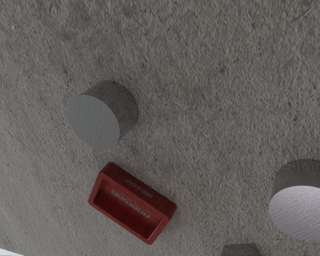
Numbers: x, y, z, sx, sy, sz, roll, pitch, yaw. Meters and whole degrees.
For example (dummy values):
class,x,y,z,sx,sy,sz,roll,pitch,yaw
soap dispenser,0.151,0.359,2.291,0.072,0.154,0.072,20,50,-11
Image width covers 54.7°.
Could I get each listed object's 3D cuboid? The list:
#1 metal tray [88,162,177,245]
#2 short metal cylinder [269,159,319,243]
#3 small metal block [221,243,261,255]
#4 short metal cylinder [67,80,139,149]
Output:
class,x,y,z,sx,sy,sz,roll,pitch,yaw
metal tray,-0.048,0.124,0.505,0.130,0.030,0.089,32,129,7
short metal cylinder,0.169,0.082,0.352,0.080,0.050,0.079,13,124,21
small metal block,0.127,0.203,0.466,0.050,0.025,0.050,-21,108,35
short metal cylinder,-0.076,-0.018,0.420,0.080,0.050,0.079,13,124,21
